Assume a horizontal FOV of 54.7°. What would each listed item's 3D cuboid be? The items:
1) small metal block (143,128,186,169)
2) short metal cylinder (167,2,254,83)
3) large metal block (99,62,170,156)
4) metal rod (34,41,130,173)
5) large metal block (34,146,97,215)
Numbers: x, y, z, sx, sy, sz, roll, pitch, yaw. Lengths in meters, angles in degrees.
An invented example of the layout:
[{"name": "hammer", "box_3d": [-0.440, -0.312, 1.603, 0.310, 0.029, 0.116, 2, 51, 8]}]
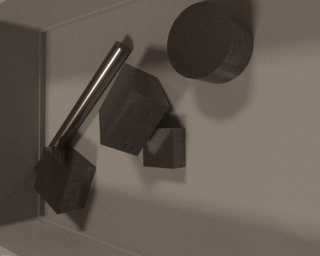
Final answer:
[{"name": "small metal block", "box_3d": [0.005, 0.025, 0.401, 0.050, 0.025, 0.050, -1, 89, 39]}, {"name": "short metal cylinder", "box_3d": [0.055, -0.092, 0.344, 0.080, 0.050, 0.079, 0, 90, 39]}, {"name": "large metal block", "box_3d": [-0.037, -0.025, 0.397, 0.080, 0.050, 0.080, -57, 27, 24]}, {"name": "metal rod", "box_3d": [-0.140, -0.019, 0.519, 0.299, 0.025, 0.025, -49, 62, 28]}, {"name": "large metal block", "box_3d": [-0.161, 0.084, 0.520, 0.080, 0.050, 0.079, 31, 109, 35]}]
